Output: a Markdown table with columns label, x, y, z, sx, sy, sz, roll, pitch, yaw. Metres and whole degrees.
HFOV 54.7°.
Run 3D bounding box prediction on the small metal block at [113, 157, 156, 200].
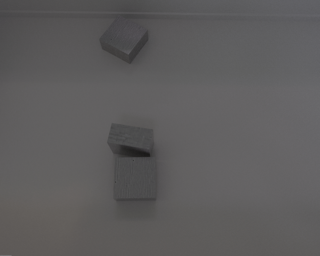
| label | x | y | z | sx | sy | sz | roll | pitch | yaw |
| --- | --- | --- | --- | --- | --- | --- | --- | --- | --- |
| small metal block | -0.030 | 0.064 | 0.386 | 0.050 | 0.025 | 0.050 | -1 | 70 | -1 |

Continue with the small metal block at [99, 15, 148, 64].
| label | x | y | z | sx | sy | sz | roll | pitch | yaw |
| --- | --- | --- | --- | --- | --- | --- | --- | --- | --- |
| small metal block | -0.052 | -0.131 | 0.457 | 0.050 | 0.025 | 0.050 | 30 | 73 | 10 |

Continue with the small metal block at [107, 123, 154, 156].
| label | x | y | z | sx | sy | sz | roll | pitch | yaw |
| --- | --- | --- | --- | --- | --- | --- | --- | --- | --- |
| small metal block | -0.035 | 0.018 | 0.389 | 0.050 | 0.050 | 0.025 | 9 | 71 | 3 |
